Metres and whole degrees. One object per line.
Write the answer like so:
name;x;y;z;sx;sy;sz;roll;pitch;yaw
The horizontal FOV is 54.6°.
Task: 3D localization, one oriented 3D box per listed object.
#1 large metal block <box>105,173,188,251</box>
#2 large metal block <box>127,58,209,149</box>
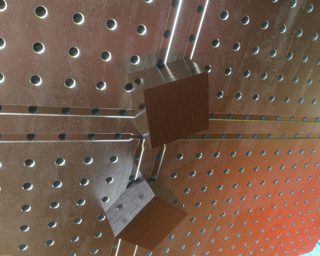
large metal block;-0.019;0.127;0.462;0.080;0.050;0.080;-47;129;5
large metal block;0.012;-0.032;0.381;0.081;0.050;0.080;-19;126;-17
